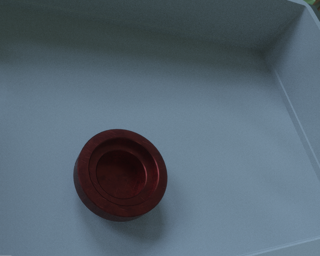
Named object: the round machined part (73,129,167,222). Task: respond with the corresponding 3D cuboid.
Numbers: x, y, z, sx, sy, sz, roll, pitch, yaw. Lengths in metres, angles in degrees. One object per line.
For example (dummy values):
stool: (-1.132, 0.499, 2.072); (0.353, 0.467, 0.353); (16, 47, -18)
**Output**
round machined part: (-0.045, 0.053, 0.339); (0.099, 0.042, 0.098); (14, 56, -21)
